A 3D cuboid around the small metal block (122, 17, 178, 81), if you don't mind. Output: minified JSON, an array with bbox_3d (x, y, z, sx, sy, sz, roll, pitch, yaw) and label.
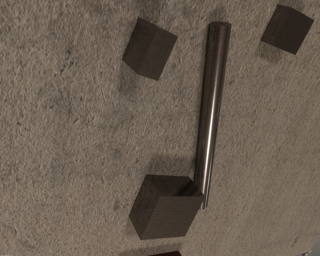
[{"bbox_3d":[-0.013,-0.085,0.332,0.025,0.050,0.050,13,112,-34],"label":"small metal block"}]

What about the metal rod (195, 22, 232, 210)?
[{"bbox_3d":[0.071,0.002,0.448,0.025,0.025,0.298,-13,124,-22],"label":"metal rod"}]

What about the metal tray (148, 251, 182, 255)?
[{"bbox_3d":[-0.024,0.275,0.562,0.131,0.030,0.089,4,116,-31],"label":"metal tray"}]

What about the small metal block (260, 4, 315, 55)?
[{"bbox_3d":[0.173,-0.133,0.422,0.050,0.025,0.050,9,114,-33],"label":"small metal block"}]

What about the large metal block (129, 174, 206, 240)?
[{"bbox_3d":[0.009,0.120,0.472,0.081,0.050,0.079,9,114,-33],"label":"large metal block"}]
